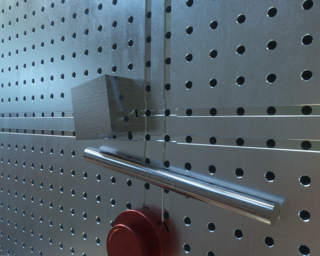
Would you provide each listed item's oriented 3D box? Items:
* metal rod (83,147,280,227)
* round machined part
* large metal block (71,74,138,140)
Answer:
[{"bbox_3d":[0.001,0.065,0.406,0.300,0.025,0.025,11,97,39],"label":"metal rod"},{"bbox_3d":[-0.036,0.162,0.426,0.098,0.042,0.097,0,90,39],"label":"round machined part"},{"bbox_3d":[-0.084,-0.027,0.460,0.080,0.050,0.080,-12,82,39],"label":"large metal block"}]
